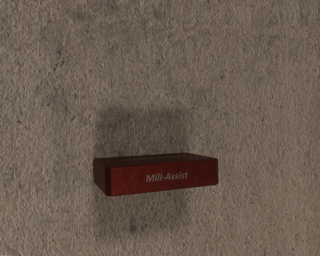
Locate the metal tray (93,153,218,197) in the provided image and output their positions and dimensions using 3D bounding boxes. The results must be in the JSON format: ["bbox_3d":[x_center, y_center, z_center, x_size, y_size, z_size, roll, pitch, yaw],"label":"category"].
[{"bbox_3d":[-0.008,0.052,0.372,0.131,0.090,0.030,-2,91,-20],"label":"metal tray"}]
